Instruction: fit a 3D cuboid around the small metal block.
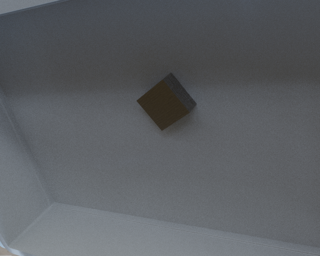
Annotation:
[{"bbox_3d":[0.008,-0.032,0.385,0.050,0.025,0.050,-34,100,38],"label":"small metal block"}]
